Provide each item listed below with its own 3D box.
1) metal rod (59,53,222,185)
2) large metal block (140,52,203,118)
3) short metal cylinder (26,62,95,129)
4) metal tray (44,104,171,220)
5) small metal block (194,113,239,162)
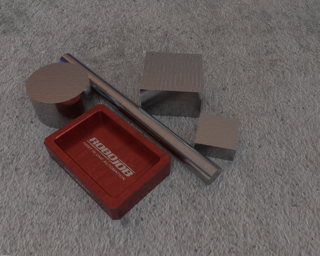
[{"bbox_3d":[-0.043,-0.026,0.425,0.300,0.025,0.025,38,59,27],"label":"metal rod"},{"bbox_3d":[0.017,-0.062,0.441,0.080,0.050,0.080,3,50,2],"label":"large metal block"},{"bbox_3d":[-0.134,-0.045,0.424,0.081,0.050,0.080,0,50,0],"label":"short metal cylinder"},{"bbox_3d":[-0.063,0.034,0.372,0.130,0.030,0.090,37,59,26],"label":"metal tray"},{"bbox_3d":[0.072,0.011,0.397,0.050,0.025,0.050,10,51,8],"label":"small metal block"}]
